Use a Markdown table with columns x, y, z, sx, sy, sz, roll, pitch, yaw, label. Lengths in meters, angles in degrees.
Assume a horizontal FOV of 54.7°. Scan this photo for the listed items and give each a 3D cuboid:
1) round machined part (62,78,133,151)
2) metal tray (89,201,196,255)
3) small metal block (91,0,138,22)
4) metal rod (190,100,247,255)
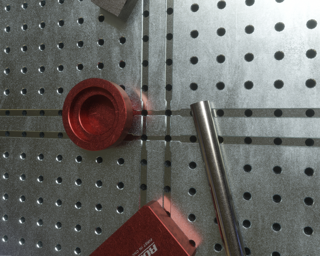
| x | y | z | sx | sy | sz | roll | pitch | yaw | label |
| --- | --- | --- | --- | --- | --- | --- | --- | --- | --- |
| -0.082 | -0.018 | 0.431 | 0.098 | 0.042 | 0.097 | 0 | 90 | 19 | round machined part |
| -0.028 | 0.174 | 0.419 | 0.130 | 0.030 | 0.090 | -45 | 77 | 14 | metal tray |
| -0.060 | -0.185 | 0.433 | 0.050 | 0.025 | 0.050 | 34 | 101 | 16 | small metal block |
| 0.083 | 0.113 | 0.382 | 0.025 | 0.025 | 0.298 | -14 | 85 | 19 | metal rod |
